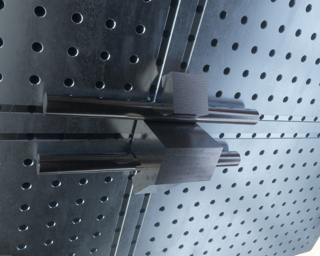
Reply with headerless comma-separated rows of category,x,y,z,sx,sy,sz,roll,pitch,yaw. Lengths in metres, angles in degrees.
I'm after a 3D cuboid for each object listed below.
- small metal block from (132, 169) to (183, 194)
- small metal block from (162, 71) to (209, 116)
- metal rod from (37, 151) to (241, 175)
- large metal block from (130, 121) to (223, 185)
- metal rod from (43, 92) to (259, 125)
small metal block,-0.005,0.073,0.434,0.050,0.025,0.050,2,155,-30
small metal block,0.031,-0.040,0.384,0.050,0.025,0.050,1,84,-29
metal rod,-0.009,0.046,0.431,0.303,0.025,0.025,2,118,-30
large metal block,0.019,0.025,0.396,0.081,0.080,0.050,2,118,-29
metal rod,0.011,-0.021,0.399,0.303,0.025,0.025,2,118,-30
